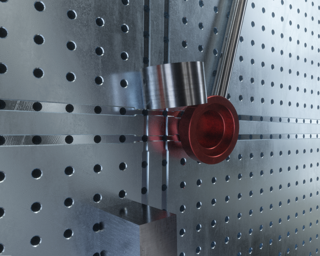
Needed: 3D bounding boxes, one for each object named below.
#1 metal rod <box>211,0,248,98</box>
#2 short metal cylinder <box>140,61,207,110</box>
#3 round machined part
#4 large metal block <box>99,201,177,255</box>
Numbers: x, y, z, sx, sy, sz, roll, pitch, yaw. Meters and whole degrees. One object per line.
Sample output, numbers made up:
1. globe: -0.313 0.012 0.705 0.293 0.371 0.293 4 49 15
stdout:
1. metal rod: 0.124 -0.170 0.515 0.025 0.025 0.299 24 75 -38
2. short metal cylinder: 0.017 -0.053 0.390 0.081 0.080 0.050 -11 98 -40
3. round machined part: 0.066 0.001 0.451 0.099 0.042 0.097 -4 98 -35
4. large metal block: -0.026 0.135 0.354 0.050 0.080 0.079 -2 92 -40
